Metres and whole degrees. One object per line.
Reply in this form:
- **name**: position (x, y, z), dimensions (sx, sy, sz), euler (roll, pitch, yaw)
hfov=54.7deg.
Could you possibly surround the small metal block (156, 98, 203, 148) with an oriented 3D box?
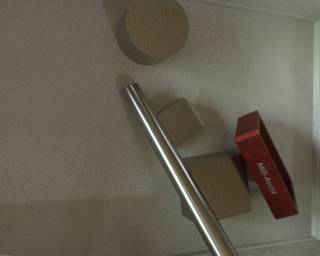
- **small metal block**: position (0.021, -0.006, 0.420), dimensions (0.050, 0.025, 0.050), euler (-35, 102, -17)

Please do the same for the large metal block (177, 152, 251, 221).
- **large metal block**: position (0.073, 0.078, 0.426), dimensions (0.081, 0.050, 0.079), euler (-8, 93, -20)

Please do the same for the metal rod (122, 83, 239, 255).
- **metal rod**: position (0.034, 0.074, 0.356), dimensions (0.025, 0.025, 0.299), euler (-24, 72, -19)

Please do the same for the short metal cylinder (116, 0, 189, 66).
- **short metal cylinder**: position (-0.011, -0.124, 0.394), dimensions (0.081, 0.050, 0.079), euler (0, 90, -20)

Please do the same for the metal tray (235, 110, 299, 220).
- **metal tray**: position (0.149, 0.049, 0.434), dimensions (0.030, 0.090, 0.130), euler (-25, 101, 24)
